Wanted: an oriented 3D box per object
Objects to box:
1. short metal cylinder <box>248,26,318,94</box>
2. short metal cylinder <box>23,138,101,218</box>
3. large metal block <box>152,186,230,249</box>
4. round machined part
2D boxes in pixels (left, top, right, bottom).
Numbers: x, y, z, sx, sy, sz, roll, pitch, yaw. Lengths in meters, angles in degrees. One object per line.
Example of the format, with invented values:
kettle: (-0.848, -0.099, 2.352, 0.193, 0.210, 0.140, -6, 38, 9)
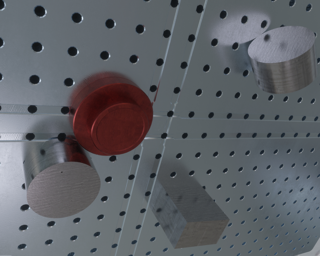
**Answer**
short metal cylinder: (0.162, -0.090, 0.408, 0.080, 0.080, 0.050, -34, 129, -6)
short metal cylinder: (-0.117, 0.059, 0.368, 0.081, 0.050, 0.079, -14, 124, -21)
large metal block: (0.046, 0.136, 0.485, 0.081, 0.080, 0.050, 7, 115, -32)
round machined part: (-0.053, -0.007, 0.367, 0.099, 0.042, 0.097, -14, 124, -21)
